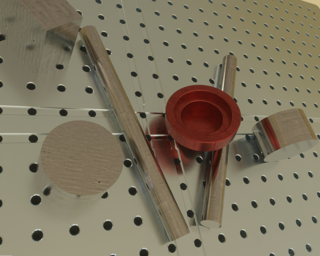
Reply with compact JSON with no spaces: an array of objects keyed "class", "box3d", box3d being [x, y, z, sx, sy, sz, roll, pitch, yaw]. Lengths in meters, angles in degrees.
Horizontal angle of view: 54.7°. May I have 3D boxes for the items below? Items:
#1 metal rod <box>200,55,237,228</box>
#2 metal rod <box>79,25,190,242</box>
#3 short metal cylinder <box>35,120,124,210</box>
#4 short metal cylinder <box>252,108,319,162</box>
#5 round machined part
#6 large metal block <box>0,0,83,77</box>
[{"class":"metal rod","box3d":[0.092,-0.002,0.458,0.025,0.025,0.300,25,53,-13]},{"class":"metal rod","box3d":[-0.039,-0.007,0.390,0.025,0.025,0.299,-14,69,-34]},{"class":"short metal cylinder","box3d":[-0.085,0.039,0.323,0.081,0.050,0.080,14,56,-21]},{"class":"short metal cylinder","box3d":[0.186,0.013,0.465,0.081,0.080,0.050,-1,63,-29]},{"class":"round machined part","box3d":[0.055,-0.009,0.418,0.099,0.042,0.098,2,53,-3]},{"class":"large metal block","box3d":[-0.147,-0.123,0.369,0.080,0.080,0.050,46,51,4]}]
